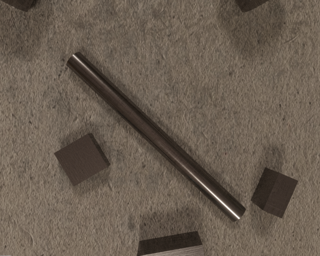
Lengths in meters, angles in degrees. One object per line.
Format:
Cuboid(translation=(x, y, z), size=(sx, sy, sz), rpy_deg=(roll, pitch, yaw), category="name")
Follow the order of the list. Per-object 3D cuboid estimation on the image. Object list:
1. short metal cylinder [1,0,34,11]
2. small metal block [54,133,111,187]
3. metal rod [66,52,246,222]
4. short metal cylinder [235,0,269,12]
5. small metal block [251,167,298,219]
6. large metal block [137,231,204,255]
Cuboid(translation=(-0.191, -0.188, 0.380), size=(0.080, 0.080, 0.050), rpy_deg=(26, 90, -1), category="short metal cylinder")
Cuboid(translation=(-0.101, 0.041, 0.409), size=(0.050, 0.025, 0.050), rpy_deg=(-30, 90, -1), category="small metal block")
Cuboid(translation=(-0.005, 0.012, 0.409), size=(0.300, 0.025, 0.025), rpy_deg=(43, 90, -1), category="metal rod")
Cuboid(translation=(0.126, -0.190, 0.384), size=(0.080, 0.080, 0.050), rpy_deg=(-30, 90, 0), category="short metal cylinder")
Cuboid(translation=(0.146, 0.082, 0.400), size=(0.025, 0.050, 0.050), rpy_deg=(24, 90, 0), category="small metal block")
Cuboid(translation=(0.019, 0.187, 0.398), size=(0.080, 0.050, 0.080), rpy_deg=(-10, 90, -1), category="large metal block")
